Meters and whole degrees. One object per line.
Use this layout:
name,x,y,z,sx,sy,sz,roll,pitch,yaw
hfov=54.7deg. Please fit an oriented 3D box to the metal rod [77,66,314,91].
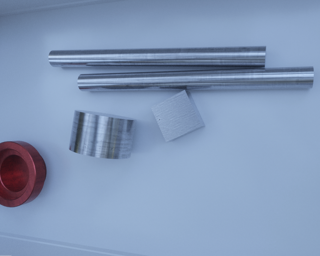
metal rod,0.030,-0.061,0.399,0.301,0.025,0.025,2,91,19

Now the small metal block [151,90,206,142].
small metal block,0.024,-0.015,0.402,0.050,0.025,0.050,-26,82,17

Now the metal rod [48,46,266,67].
metal rod,-0.017,-0.094,0.415,0.301,0.025,0.025,4,91,19

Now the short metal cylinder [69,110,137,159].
short metal cylinder,-0.074,0.007,0.406,0.080,0.080,0.050,11,94,19

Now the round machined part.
round machined part,-0.216,0.068,0.476,0.098,0.042,0.097,0,90,19
